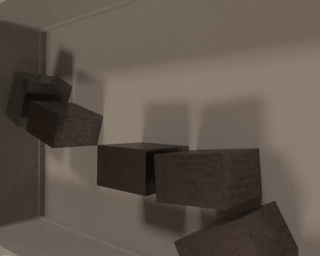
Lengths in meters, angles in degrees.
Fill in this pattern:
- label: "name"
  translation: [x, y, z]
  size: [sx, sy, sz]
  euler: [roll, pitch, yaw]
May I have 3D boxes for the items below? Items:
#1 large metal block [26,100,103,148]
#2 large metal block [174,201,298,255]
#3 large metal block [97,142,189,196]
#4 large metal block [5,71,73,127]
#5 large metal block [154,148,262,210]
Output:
- label: "large metal block"
  translation: [-0.152, -0.007, 0.493]
  size: [0.080, 0.081, 0.050]
  euler: [23, 104, 37]
- label: "large metal block"
  translation: [0.076, 0.116, 0.307]
  size: [0.080, 0.081, 0.050]
  euler: [-34, 69, 34]
- label: "large metal block"
  translation: [-0.021, 0.047, 0.386]
  size: [0.080, 0.081, 0.050]
  euler: [2, 92, 39]
- label: "large metal block"
  translation: [-0.211, -0.048, 0.542]
  size: [0.050, 0.081, 0.079]
  euler: [32, 110, 35]
- label: "large metal block"
  translation: [0.052, 0.049, 0.327]
  size: [0.080, 0.081, 0.050]
  euler: [-5, 87, 39]
